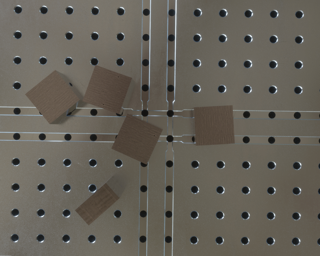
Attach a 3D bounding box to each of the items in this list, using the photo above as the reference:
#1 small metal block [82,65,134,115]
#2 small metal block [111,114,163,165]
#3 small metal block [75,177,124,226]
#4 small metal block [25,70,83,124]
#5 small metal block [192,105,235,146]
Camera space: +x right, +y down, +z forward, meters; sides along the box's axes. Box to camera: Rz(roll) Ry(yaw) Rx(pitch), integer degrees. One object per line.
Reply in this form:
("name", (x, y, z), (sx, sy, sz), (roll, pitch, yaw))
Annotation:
("small metal block", (-0.068, -0.050, 0.413), (0.050, 0.025, 0.050), (20, 90, 0))
("small metal block", (-0.030, 0.014, 0.413), (0.050, 0.025, 0.050), (25, 90, 0))
("small metal block", (-0.076, 0.092, 0.400), (0.050, 0.050, 0.025), (-42, 90, 0))
("small metal block", (-0.139, -0.040, 0.413), (0.050, 0.025, 0.050), (-39, 90, 0))
("small metal block", (0.070, -0.003, 0.414), (0.050, 0.025, 0.050), (-3, 90, 0))
